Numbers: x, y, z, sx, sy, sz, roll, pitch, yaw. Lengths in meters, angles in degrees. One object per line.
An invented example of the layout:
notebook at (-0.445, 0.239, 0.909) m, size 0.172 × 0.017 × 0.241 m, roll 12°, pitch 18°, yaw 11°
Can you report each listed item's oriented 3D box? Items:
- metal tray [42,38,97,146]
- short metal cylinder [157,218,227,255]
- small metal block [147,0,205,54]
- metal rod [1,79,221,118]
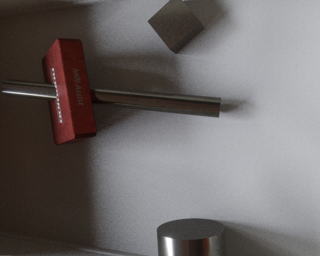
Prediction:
metal tray at (-0.127, -0.045, 0.426) m, size 0.090 × 0.030 × 0.129 m, roll -15°, pitch 84°, yaw 55°
short metal cylinder at (0.038, 0.144, 0.367) m, size 0.080 × 0.080 × 0.050 m, roll -4°, pitch 89°, yaw 19°
small metal block at (0.021, -0.134, 0.402) m, size 0.050 × 0.025 × 0.050 m, roll -39°, pitch 78°, yaw 15°
metal rod at (-0.072, -0.042, 0.414) m, size 0.301 × 0.025 × 0.025 m, roll 6°, pitch 92°, yaw 12°
